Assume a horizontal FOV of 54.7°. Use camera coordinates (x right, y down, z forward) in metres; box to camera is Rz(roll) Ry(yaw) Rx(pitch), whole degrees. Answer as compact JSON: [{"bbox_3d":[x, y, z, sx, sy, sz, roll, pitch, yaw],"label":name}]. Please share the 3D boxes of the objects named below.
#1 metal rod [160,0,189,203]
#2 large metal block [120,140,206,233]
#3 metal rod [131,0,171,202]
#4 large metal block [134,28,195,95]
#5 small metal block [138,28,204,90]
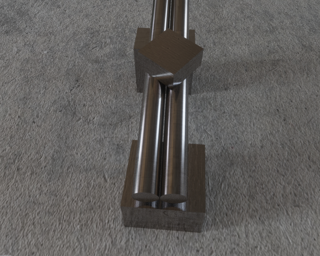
[{"bbox_3d":[0.021,-0.061,0.362,0.025,0.025,0.300,3,57,2],"label":"metal rod"},{"bbox_3d":[0.006,0.062,0.336,0.080,0.050,0.080,4,50,3],"label":"large metal block"},{"bbox_3d":[-0.005,-0.062,0.362,0.025,0.025,0.300,3,57,2],"label":"metal rod"},{"bbox_3d":[0.007,-0.095,0.449,0.080,0.080,0.050,3,50,2],"label":"large metal block"},{"bbox_3d":[0.012,-0.077,0.343,0.050,0.025,0.050,37,64,20],"label":"small metal block"}]
